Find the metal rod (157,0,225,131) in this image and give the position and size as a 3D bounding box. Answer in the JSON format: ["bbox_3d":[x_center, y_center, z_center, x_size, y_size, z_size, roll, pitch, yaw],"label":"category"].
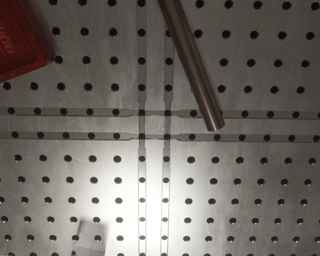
[{"bbox_3d":[0.018,-0.131,0.365,0.025,0.025,0.299,-21,109,7],"label":"metal rod"}]

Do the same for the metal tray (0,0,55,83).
[{"bbox_3d":[-0.196,-0.122,0.362,0.090,0.030,0.129,-19,109,6],"label":"metal tray"}]

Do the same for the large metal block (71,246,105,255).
[{"bbox_3d":[-0.122,0.244,0.472,0.050,0.080,0.079,13,110,-5],"label":"large metal block"}]
